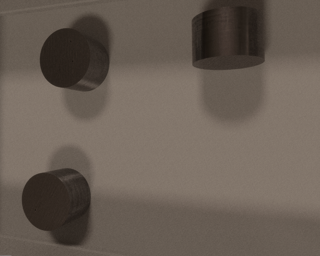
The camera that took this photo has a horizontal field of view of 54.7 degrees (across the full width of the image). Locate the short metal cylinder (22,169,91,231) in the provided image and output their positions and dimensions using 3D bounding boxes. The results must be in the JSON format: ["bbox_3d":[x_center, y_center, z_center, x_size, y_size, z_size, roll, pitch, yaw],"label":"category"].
[{"bbox_3d":[-0.149,0.101,0.448,0.080,0.050,0.079,0,90,19],"label":"short metal cylinder"}]

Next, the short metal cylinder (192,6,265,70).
[{"bbox_3d":[0.077,-0.099,0.354,0.080,0.080,0.050,-1,90,19],"label":"short metal cylinder"}]

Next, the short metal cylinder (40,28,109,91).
[{"bbox_3d":[-0.120,-0.094,0.438,0.080,0.050,0.079,0,90,19],"label":"short metal cylinder"}]
